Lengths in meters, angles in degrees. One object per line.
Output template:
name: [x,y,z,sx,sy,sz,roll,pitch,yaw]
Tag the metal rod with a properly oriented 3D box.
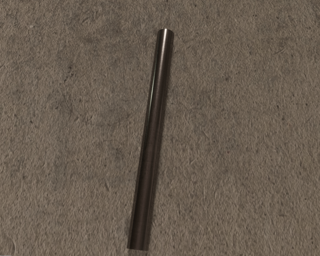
metal rod: [-0.009,0.000,0.407,0.025,0.025,0.299,6,70,2]
